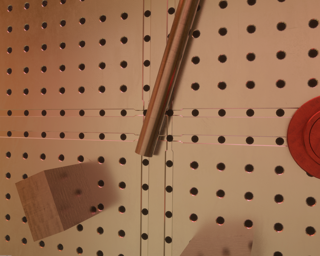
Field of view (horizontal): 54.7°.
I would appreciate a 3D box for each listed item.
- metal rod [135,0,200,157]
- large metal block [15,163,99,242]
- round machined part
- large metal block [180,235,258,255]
[{"bbox_3d":[0.021,-0.107,0.405,0.025,0.025,0.298,19,96,19],"label":"metal rod"},{"bbox_3d":[-0.141,0.100,0.433,0.050,0.080,0.080,-24,82,18],"label":"large metal block"},{"bbox_3d":[0.191,0.010,0.336,0.098,0.042,0.097,0,90,20],"label":"round machined part"},{"bbox_3d":[0.070,0.165,0.359,0.080,0.080,0.050,-11,87,19],"label":"large metal block"}]
